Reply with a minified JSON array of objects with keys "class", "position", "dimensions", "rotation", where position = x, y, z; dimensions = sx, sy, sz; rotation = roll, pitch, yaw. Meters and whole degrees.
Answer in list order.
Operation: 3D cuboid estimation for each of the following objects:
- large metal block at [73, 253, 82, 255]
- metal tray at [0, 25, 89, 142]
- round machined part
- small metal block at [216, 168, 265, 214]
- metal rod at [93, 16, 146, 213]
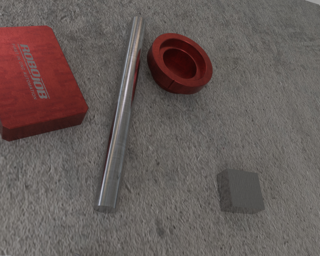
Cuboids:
[{"class":"large metal block","position":[-0.058,0.164,0.257],"dimensions":[0.080,0.050,0.080],"rotation":[30,52,-9]},{"class":"metal tray","position":[-0.150,-0.057,0.354],"dimensions":[0.091,0.030,0.130],"rotation":[-16,70,-34]},{"class":"round machined part","position":[0.025,-0.090,0.461],"dimensions":[0.099,0.042,0.098],"rotation":[14,56,-21]},{"class":"small metal block","position":[0.106,0.084,0.409],"dimensions":[0.050,0.025,0.050],"rotation":[12,57,-22]},{"class":"metal rod","position":[-0.045,-0.040,0.403],"dimensions":[0.025,0.025,0.300],"rotation":[18,55,-18]}]
